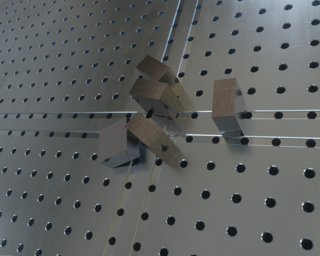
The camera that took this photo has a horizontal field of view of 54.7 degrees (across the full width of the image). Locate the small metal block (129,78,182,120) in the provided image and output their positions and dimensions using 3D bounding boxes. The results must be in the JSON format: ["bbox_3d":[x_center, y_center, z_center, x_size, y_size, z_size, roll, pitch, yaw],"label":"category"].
[{"bbox_3d":[-0.005,-0.039,0.418,0.050,0.050,0.025,16,71,34],"label":"small metal block"}]

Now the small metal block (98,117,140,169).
[{"bbox_3d":[-0.055,0.020,0.417,0.050,0.025,0.050,-25,52,28],"label":"small metal block"}]

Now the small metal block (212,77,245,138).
[{"bbox_3d":[0.081,-0.023,0.363,0.025,0.050,0.050,-5,59,25],"label":"small metal block"}]

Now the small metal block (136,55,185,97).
[{"bbox_3d":[0.000,-0.069,0.433,0.025,0.050,0.050,-48,52,-5],"label":"small metal block"}]

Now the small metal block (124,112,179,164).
[{"bbox_3d":[-0.010,0.012,0.389,0.025,0.050,0.050,-48,52,-6],"label":"small metal block"}]
